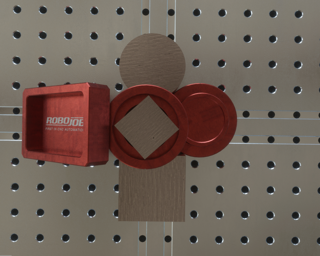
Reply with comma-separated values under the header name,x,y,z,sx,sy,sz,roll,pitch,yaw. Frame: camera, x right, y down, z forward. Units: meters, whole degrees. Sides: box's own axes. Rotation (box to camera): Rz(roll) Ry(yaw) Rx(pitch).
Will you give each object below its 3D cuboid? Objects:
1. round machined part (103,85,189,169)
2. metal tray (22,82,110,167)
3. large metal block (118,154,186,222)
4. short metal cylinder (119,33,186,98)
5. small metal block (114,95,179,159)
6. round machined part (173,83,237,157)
name,x,y,z,sx,sy,sz,roll,pitch,yaw
round machined part,-0.016,-0.001,0.376,0.099,0.042,0.097,0,90,0
metal tray,-0.117,-0.005,0.374,0.130,0.030,0.089,1,90,37
large metal block,-0.009,0.073,0.398,0.081,0.050,0.080,1,90,0
short metal cylinder,-0.009,-0.075,0.400,0.081,0.050,0.080,0,90,0
small metal block,-0.015,-0.001,0.351,0.050,0.025,0.050,-42,90,0
round machined part,0.052,-0.010,0.404,0.099,0.042,0.097,0,90,0
